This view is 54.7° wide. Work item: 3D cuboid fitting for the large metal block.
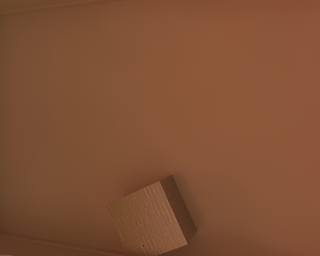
[{"bbox_3d":[-0.010,0.116,0.400,0.080,0.050,0.080,-27,81,17],"label":"large metal block"}]
